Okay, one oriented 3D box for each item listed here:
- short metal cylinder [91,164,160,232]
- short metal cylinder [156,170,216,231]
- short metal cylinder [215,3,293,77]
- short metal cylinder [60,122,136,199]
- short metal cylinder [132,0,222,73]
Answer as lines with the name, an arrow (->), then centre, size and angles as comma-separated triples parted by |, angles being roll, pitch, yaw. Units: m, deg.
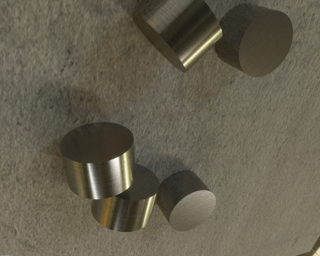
short metal cylinder -> -0.045, 0.087, 0.402 | 0.081, 0.080, 0.050 | 0, 119, -29
short metal cylinder -> 0.040, 0.113, 0.485 | 0.081, 0.050, 0.079 | -14, 125, -21
short metal cylinder -> 0.117, -0.110, 0.388 | 0.081, 0.050, 0.079 | -14, 125, -21
short metal cylinder -> -0.069, 0.035, 0.356 | 0.081, 0.080, 0.050 | -14, 125, -21
short metal cylinder -> 0.017, -0.104, 0.318 | 0.050, 0.080, 0.080 | -44, 130, 2
